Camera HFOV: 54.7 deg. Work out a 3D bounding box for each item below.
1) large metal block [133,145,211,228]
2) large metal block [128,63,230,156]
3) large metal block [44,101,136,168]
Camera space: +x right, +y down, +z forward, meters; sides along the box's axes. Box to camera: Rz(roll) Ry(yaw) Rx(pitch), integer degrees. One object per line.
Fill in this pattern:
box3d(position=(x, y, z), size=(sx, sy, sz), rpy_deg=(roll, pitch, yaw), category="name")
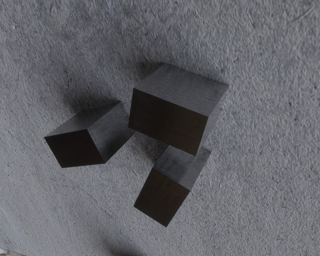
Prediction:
box3d(position=(0.017, 0.067, 0.404), size=(0.050, 0.080, 0.079), rpy_deg=(31, 128, 8), category="large metal block")
box3d(position=(0.022, -0.025, 0.344), size=(0.080, 0.080, 0.050), rpy_deg=(23, 127, 14), category="large metal block")
box3d(position=(-0.094, 0.009, 0.426), size=(0.080, 0.080, 0.050), rpy_deg=(-9, 114, 32), category="large metal block")
